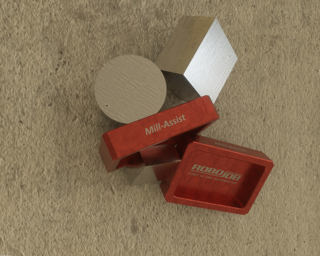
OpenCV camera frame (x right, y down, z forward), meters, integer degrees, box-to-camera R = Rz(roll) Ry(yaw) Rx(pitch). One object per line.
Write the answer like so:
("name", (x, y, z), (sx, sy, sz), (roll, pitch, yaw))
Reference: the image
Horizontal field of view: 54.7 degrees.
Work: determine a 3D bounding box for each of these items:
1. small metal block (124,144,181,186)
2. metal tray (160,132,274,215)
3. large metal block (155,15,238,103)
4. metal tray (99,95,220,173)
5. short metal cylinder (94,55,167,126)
("small metal block", (-0.010, 0.046, 0.384), (0.050, 0.050, 0.025), (-5, 56, -33))
("metal tray", (0.076, 0.064, 0.416), (0.131, 0.030, 0.089), (15, 109, -20))
("large metal block", (0.047, -0.083, 0.395), (0.080, 0.050, 0.080), (41, 75, -49))
("metal tray", (-0.004, 0.009, 0.370), (0.131, 0.090, 0.030), (-21, 79, -19))
("short metal cylinder", (-0.034, -0.041, 0.371), (0.081, 0.050, 0.080), (1, 82, -4))
